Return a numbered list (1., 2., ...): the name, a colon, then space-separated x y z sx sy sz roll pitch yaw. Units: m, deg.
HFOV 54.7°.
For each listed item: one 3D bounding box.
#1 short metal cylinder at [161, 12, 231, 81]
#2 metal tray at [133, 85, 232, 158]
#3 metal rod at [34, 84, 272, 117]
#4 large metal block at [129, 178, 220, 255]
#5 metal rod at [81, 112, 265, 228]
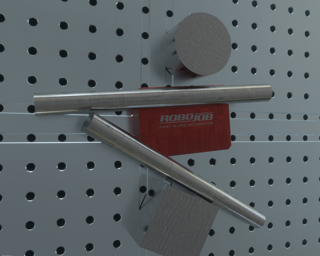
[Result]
1. short metal cylinder: 0.048 -0.107 0.417 0.081 0.050 0.079 0 90 -20
2. metal tray: 0.031 -0.010 0.421 0.131 0.030 0.089 -5 92 -20
3. metal rod: 0.008 -0.037 0.382 0.303 0.025 0.025 -5 92 -20
4. large metal block: 0.018 0.122 0.406 0.080 0.050 0.080 28 81 -18
5. metal rod: 0.035 0.066 0.402 0.301 0.025 0.025 33 79 -26
